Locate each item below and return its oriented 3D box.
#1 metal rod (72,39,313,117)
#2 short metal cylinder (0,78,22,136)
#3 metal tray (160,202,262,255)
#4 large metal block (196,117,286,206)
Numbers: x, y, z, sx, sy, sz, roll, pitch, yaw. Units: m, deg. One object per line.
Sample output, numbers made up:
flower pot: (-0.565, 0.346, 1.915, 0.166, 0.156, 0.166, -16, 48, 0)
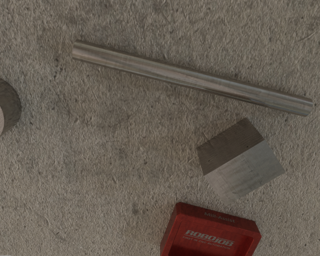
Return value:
metal rod: (0.044, -0.061, 0.387, 0.302, 0.025, 0.025, 13, 110, -5)
short metal cylinder: (-0.224, -0.023, 0.386, 0.081, 0.050, 0.079, 0, 110, 0)
metal tray: (0.074, 0.172, 0.471, 0.131, 0.030, 0.089, 16, 109, -6)
large metal block: (0.098, 0.040, 0.396, 0.080, 0.080, 0.050, -33, 107, 11)
